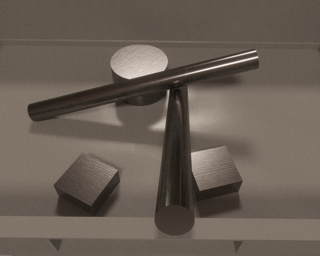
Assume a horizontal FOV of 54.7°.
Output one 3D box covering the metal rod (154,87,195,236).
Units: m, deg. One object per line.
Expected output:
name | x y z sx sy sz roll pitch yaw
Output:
metal rod | 0.019 -0.005 0.330 0.025 0.025 0.301 3 25 2

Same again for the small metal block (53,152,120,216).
small metal block | -0.081 0.063 0.351 0.050 0.025 0.050 23 54 18

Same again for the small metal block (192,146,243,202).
small metal block | 0.061 0.052 0.362 0.050 0.025 0.050 -11 51 -10

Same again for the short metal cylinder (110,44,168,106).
short metal cylinder | -0.029 -0.078 0.454 0.081 0.050 0.080 0 50 0

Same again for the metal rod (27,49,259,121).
metal rod | -0.027 -0.053 0.401 0.301 0.025 0.025 -12 50 8
